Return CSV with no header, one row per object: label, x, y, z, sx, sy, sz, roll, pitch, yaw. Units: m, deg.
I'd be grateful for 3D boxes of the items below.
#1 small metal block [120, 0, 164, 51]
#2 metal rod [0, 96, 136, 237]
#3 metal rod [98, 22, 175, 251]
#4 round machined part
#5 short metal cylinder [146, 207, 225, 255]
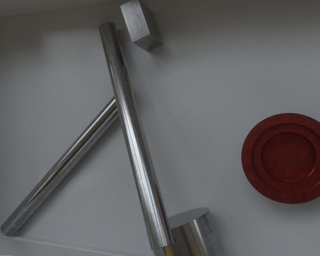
small metal block,-0.022,-0.133,0.404,0.025,0.050,0.050,-21,83,19
metal rod,-0.142,0.056,0.458,0.025,0.025,0.299,47,104,14
metal rod,-0.036,-0.009,0.378,0.025,0.025,0.299,-24,66,18
round machined part,0.145,0.033,0.350,0.098,0.042,0.097,0,90,19
short metal cylinder,0.030,0.134,0.370,0.080,0.080,0.050,-22,83,18
